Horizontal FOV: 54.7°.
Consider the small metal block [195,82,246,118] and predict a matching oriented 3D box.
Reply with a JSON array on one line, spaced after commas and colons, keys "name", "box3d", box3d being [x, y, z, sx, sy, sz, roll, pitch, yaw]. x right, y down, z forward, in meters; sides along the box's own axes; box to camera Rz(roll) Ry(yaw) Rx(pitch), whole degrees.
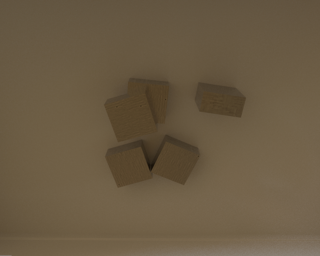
[{"name": "small metal block", "box3d": [0.073, -0.036, 0.386, 0.050, 0.050, 0.025, 8, 110, -4]}]

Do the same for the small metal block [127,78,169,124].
[{"name": "small metal block", "box3d": [-0.016, -0.035, 0.398, 0.050, 0.025, 0.050, 5, 110, -3]}]

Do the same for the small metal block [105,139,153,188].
[{"name": "small metal block", "box3d": [-0.042, 0.049, 0.429, 0.050, 0.025, 0.050, -16, 110, 5]}]

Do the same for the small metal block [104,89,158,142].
[{"name": "small metal block", "box3d": [-0.034, -0.016, 0.379, 0.050, 0.025, 0.050, -15, 110, 5]}]

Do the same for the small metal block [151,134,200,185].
[{"name": "small metal block", "box3d": [0.021, 0.044, 0.428, 0.050, 0.025, 0.050, 23, 108, -9]}]
